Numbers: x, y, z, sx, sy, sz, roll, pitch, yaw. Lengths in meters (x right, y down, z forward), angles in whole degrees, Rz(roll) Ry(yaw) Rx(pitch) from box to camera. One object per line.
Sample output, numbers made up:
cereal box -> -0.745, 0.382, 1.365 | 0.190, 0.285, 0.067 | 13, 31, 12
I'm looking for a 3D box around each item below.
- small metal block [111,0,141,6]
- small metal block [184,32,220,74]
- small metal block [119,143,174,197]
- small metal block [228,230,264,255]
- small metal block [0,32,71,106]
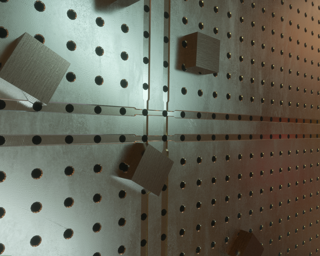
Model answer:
small metal block -> -0.036, -0.178, 0.364 | 0.025, 0.050, 0.050 | -9, 96, -40
small metal block -> 0.063, -0.111, 0.465 | 0.050, 0.025, 0.050 | 5, 87, -40
small metal block -> -0.016, 0.053, 0.398 | 0.050, 0.025, 0.050 | 39, 66, -34
small metal block -> 0.151, 0.216, 0.540 | 0.050, 0.025, 0.050 | -52, 121, -27
small metal block -> -0.126, -0.056, 0.305 | 0.050, 0.025, 0.050 | 36, 68, -35
